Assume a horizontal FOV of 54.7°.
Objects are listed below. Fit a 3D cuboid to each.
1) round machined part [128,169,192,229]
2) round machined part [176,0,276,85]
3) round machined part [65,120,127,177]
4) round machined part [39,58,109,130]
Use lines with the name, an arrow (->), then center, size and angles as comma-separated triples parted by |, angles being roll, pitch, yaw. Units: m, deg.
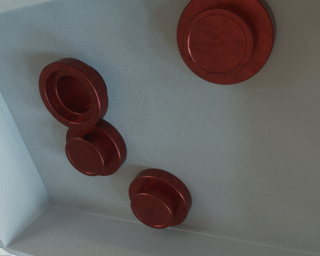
round machined part -> -0.005, 0.113, 0.469 | 0.098, 0.042, 0.097 | 13, 124, 20
round machined part -> 0.062, -0.088, 0.310 | 0.098, 0.042, 0.097 | 13, 124, 20
round machined part -> -0.104, 0.034, 0.472 | 0.098, 0.042, 0.097 | 13, 124, 20
round machined part -> -0.112, -0.049, 0.425 | 0.098, 0.042, 0.097 | 13, 124, 20
